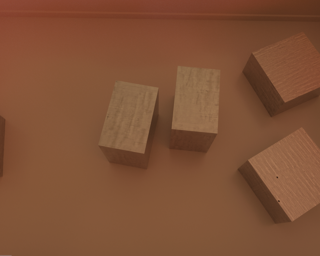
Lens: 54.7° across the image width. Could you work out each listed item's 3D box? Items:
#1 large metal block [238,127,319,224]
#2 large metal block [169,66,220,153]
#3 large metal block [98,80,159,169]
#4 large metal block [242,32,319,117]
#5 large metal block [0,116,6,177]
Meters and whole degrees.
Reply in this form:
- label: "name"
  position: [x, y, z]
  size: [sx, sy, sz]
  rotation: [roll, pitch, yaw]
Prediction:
- label: "large metal block"
  position: [0.157, 0.059, 0.377]
  size: [0.080, 0.050, 0.080]
  rotation: [-29, 73, -10]
- label: "large metal block"
  position: [0.042, -0.020, 0.388]
  size: [0.050, 0.080, 0.080]
  rotation: [6, 70, 2]
- label: "large metal block"
  position: [-0.034, -0.001, 0.380]
  size: [0.050, 0.080, 0.080]
  rotation: [10, 70, 3]
- label: "large metal block"
  position: [0.174, -0.073, 0.425]
  size: [0.080, 0.050, 0.080]
  rotation: [-23, 72, -9]
- label: "large metal block"
  position: [-0.232, 0.015, 0.372]
  size: [0.050, 0.080, 0.080]
  rotation: [-7, 70, -3]
